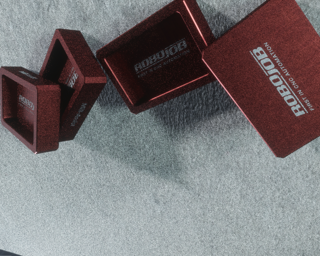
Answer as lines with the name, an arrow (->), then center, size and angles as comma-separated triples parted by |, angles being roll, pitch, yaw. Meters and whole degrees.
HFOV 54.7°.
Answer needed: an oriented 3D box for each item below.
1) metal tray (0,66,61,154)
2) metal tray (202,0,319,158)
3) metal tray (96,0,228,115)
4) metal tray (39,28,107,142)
metal tray -> -0.183, -0.029, 0.429 | 0.130, 0.030, 0.089 | 25, 114, 41
metal tray -> 0.113, -0.047, 0.294 | 0.090, 0.030, 0.130 | -37, 99, 16
metal tray -> -0.001, -0.078, 0.354 | 0.130, 0.030, 0.090 | -20, 108, 35
metal tray -> -0.125, -0.052, 0.410 | 0.129, 0.030, 0.090 | -49, 62, 39
